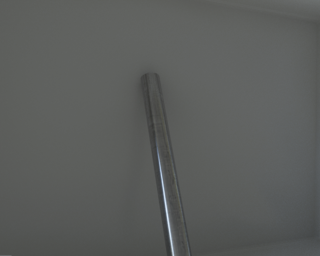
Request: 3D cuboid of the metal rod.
[{"bbox_3d":[0.009,0.068,0.345,0.025,0.025,0.299,0,64,-20],"label":"metal rod"}]
